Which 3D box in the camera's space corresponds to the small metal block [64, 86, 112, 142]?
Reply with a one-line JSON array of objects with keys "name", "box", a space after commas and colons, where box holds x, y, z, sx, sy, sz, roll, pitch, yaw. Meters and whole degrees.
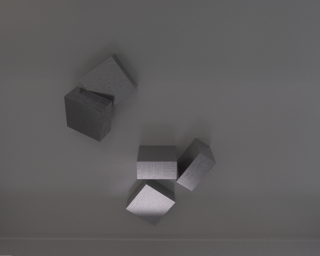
[{"name": "small metal block", "box": [-0.089, -0.017, 0.386, 0.050, 0.025, 0.050, 24, 135, 14]}]

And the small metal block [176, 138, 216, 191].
[{"name": "small metal block", "box": [0.046, 0.048, 0.416, 0.025, 0.050, 0.050, 33, 107, -12]}]

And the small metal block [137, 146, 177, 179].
[{"name": "small metal block", "box": [-0.004, 0.045, 0.414, 0.050, 0.050, 0.025, 0, 110, 0]}]

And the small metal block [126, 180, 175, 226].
[{"name": "small metal block", "box": [-0.013, 0.106, 0.450, 0.050, 0.025, 0.050, 34, 106, -12]}]

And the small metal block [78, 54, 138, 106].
[{"name": "small metal block", "box": [-0.064, -0.057, 0.390, 0.050, 0.025, 0.050, -33, 107, 11]}]
